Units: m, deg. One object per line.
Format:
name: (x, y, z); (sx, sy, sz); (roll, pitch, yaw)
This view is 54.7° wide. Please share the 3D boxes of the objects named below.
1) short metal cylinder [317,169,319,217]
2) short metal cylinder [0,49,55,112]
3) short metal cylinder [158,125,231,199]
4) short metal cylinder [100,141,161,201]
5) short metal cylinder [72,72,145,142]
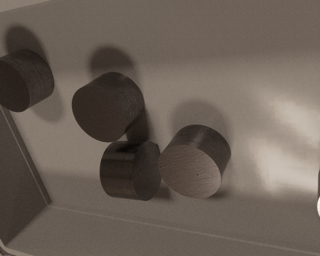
short metal cylinder: (0.211, 0.071, 0.325); (0.080, 0.050, 0.079); (13, 124, 20)
short metal cylinder: (-0.205, -0.070, 0.455); (0.080, 0.050, 0.079); (13, 124, 20)
short metal cylinder: (0.045, 0.042, 0.394); (0.080, 0.050, 0.079); (13, 124, 20)
short metal cylinder: (-0.037, 0.058, 0.427); (0.050, 0.080, 0.080); (-1, 118, 28)
short metal cylinder: (-0.068, -0.028, 0.409); (0.080, 0.050, 0.079); (13, 124, 20)
